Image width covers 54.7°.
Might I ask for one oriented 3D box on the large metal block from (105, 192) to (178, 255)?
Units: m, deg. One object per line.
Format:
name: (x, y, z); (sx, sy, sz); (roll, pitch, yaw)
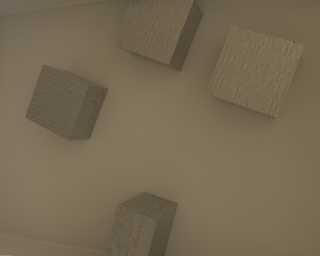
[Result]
large metal block: (-0.022, 0.133, 0.389); (0.050, 0.080, 0.080); (16, 95, 19)

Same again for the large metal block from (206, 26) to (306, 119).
large metal block: (0.109, -0.062, 0.358); (0.080, 0.050, 0.080); (22, 97, 18)

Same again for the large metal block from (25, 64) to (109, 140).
large metal block: (-0.133, -0.036, 0.444); (0.080, 0.050, 0.080); (25, 98, 18)

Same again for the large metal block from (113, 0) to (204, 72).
large metal block: (-0.001, -0.127, 0.398); (0.080, 0.050, 0.080); (24, 98, 18)
